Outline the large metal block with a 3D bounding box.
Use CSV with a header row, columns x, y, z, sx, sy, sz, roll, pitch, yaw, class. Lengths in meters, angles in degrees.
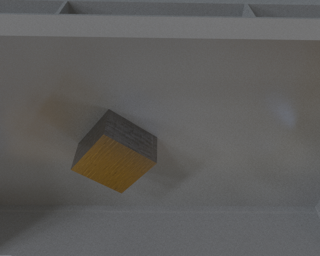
x,y,z,sx,sy,sz,roll,pitch,yaw,class
-0.060,0.034,0.421,0.080,0.050,0.080,32,123,-24,large metal block
